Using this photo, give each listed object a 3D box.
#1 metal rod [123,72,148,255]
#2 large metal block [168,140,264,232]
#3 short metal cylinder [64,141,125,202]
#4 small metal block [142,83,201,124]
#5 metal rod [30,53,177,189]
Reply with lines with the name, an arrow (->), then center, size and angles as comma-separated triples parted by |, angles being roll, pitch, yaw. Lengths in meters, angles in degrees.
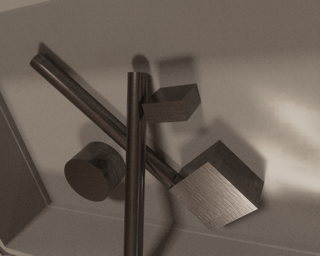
metal rod -> -0.032, 0.080, 0.395 | 0.025, 0.025, 0.298 | 4, 96, 26
large metal block -> 0.072, 0.076, 0.400 | 0.080, 0.050, 0.080 | 44, 129, -3
short metal cylinder -> -0.101, 0.068, 0.486 | 0.080, 0.050, 0.079 | 13, 124, 20
small metal block -> 0.015, -0.029, 0.366 | 0.050, 0.050, 0.025 | -3, 117, 29
metal rod -> -0.063, 0.004, 0.442 | 0.300, 0.025, 0.025 | 42, 129, -2
